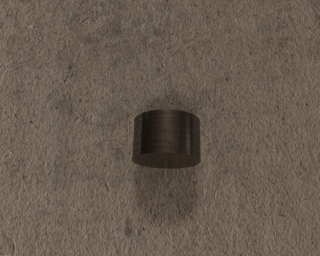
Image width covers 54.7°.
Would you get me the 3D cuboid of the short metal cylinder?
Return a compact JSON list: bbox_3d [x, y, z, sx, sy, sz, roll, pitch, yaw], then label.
[{"bbox_3d":[0.008,0.016,0.373,0.081,0.080,0.050,2,70,0],"label":"short metal cylinder"}]
